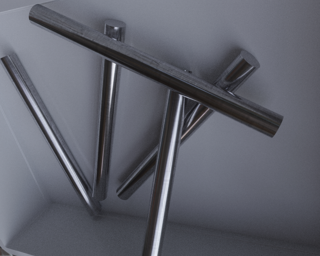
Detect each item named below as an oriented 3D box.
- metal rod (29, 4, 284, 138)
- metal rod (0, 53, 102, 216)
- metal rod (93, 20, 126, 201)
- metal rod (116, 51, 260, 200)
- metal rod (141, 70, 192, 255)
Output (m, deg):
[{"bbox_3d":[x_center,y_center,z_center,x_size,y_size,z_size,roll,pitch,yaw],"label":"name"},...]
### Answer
[{"bbox_3d":[-0.014,-0.068,0.339,0.301,0.025,0.025,27,128,11],"label":"metal rod"},{"bbox_3d":[-0.172,0.022,0.510,0.025,0.025,0.299,-10,114,32],"label":"metal rod"},{"bbox_3d":[-0.077,-0.003,0.445,0.025,0.025,0.298,23,127,14],"label":"metal rod"},{"bbox_3d":[0.017,0.018,0.409,0.025,0.025,0.298,41,129,0],"label":"metal rod"},{"bbox_3d":[0.002,0.079,0.378,0.025,0.025,0.298,12,99,21],"label":"metal rod"}]
